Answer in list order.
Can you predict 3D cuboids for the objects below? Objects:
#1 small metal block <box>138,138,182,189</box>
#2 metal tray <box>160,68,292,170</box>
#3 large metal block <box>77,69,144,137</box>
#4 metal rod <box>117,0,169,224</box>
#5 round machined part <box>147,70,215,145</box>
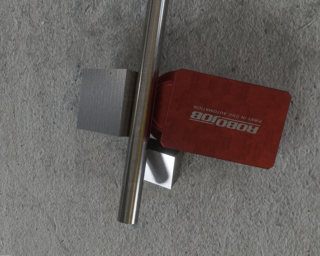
[{"bbox_3d":[-0.002,0.045,0.400,0.050,0.025,0.050,17,121,19],"label":"small metal block"},{"bbox_3d":[0.073,-0.011,0.358,0.131,0.030,0.089,12,95,-1],"label":"metal tray"},{"bbox_3d":[-0.059,-0.033,0.406,0.080,0.050,0.079,9,93,38],"label":"large metal block"},{"bbox_3d":[-0.018,-0.036,0.372,0.025,0.025,0.298,8,91,20],"label":"metal rod"},{"bbox_3d":[0.022,-0.025,0.393,0.098,0.042,0.097,0,90,20],"label":"round machined part"}]
